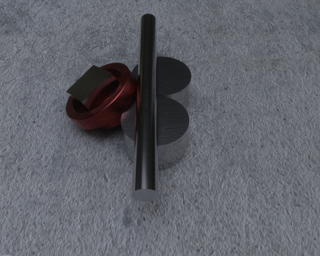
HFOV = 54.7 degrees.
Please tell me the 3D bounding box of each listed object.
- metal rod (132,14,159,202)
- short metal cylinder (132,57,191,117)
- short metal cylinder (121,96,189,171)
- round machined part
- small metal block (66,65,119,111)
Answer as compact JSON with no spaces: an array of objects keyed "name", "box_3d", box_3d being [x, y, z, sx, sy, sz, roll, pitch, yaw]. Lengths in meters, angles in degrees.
[{"name":"metal rod","box_3d":[-0.016,-0.052,0.384,0.025,0.025,0.300,-1,50,-1]},{"name":"short metal cylinder","box_3d":[0.002,-0.056,0.435,0.081,0.050,0.080,0,50,0]},{"name":"short metal cylinder","box_3d":[-0.006,0.006,0.383,0.081,0.050,0.080,0,49,0]},{"name":"round machined part","box_3d":[-0.071,-0.036,0.407,0.098,0.042,0.098,-20,44,21]},{"name":"small metal block","box_3d":[-0.084,-0.049,0.393,0.050,0.025,0.050,-48,41,-11]}]
